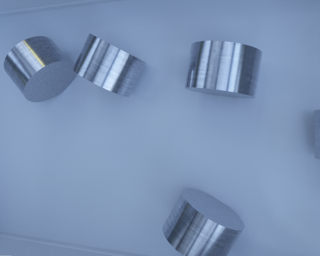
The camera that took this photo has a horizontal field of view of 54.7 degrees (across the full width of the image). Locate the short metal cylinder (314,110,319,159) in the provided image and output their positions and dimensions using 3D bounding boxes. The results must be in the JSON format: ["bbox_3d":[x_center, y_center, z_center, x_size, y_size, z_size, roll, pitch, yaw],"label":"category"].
[{"bbox_3d":[0.200,0.006,0.311,0.080,0.080,0.050,-1,90,19],"label":"short metal cylinder"}]

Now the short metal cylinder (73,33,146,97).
[{"bbox_3d":[-0.065,-0.081,0.403,0.080,0.080,0.050,31,100,17],"label":"short metal cylinder"}]

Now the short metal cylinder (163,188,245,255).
[{"bbox_3d":[0.050,0.114,0.363,0.080,0.080,0.050,30,100,17],"label":"short metal cylinder"}]

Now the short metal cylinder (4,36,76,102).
[{"bbox_3d":[-0.169,-0.082,0.439,0.080,0.080,0.050,-44,77,14],"label":"short metal cylinder"}]

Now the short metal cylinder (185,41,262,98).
[{"bbox_3d":[0.072,-0.065,0.356,0.080,0.080,0.050,10,93,19],"label":"short metal cylinder"}]
